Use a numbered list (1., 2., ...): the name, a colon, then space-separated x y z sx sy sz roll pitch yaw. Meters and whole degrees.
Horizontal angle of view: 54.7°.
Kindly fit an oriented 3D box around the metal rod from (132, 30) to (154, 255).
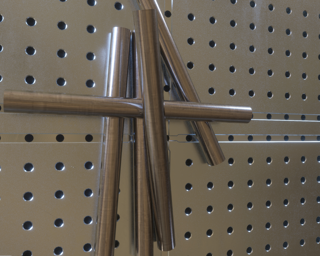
1. metal rod: -0.023 0.024 0.405 0.025 0.025 0.298 -1 90 -20

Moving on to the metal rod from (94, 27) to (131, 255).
1. metal rod: -0.060 0.024 0.391 0.025 0.025 0.298 5 88 -20

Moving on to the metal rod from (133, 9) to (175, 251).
1. metal rod: -0.004 0.018 0.368 0.025 0.025 0.298 -12 111 -20

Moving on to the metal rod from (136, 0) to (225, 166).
1. metal rod: 0.020 -0.086 0.421 0.025 0.025 0.299 -28 100 -18

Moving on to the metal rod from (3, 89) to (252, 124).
1. metal rod: -0.021 -0.023 0.377 0.303 0.025 0.025 2 90 -21
